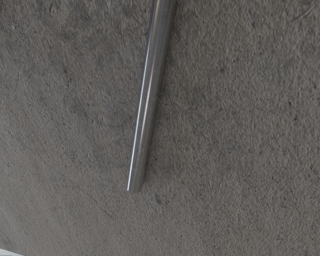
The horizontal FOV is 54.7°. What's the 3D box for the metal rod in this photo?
[{"bbox_3d":[-0.017,-0.027,0.398,0.025,0.025,0.298,22,127,15],"label":"metal rod"}]
